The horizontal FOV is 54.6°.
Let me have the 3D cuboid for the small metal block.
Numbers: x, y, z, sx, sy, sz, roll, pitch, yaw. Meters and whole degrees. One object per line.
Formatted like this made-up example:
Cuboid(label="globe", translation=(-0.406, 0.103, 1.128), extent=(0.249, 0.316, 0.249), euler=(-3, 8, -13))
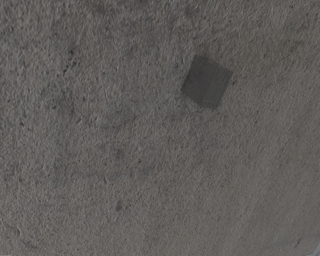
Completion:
Cuboid(label="small metal block", translation=(0.057, -0.057, 0.386), extent=(0.025, 0.050, 0.050), euler=(8, 114, -32))
